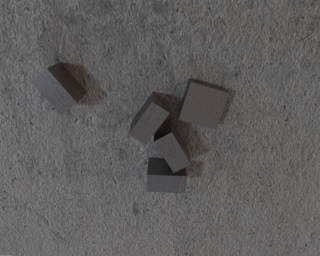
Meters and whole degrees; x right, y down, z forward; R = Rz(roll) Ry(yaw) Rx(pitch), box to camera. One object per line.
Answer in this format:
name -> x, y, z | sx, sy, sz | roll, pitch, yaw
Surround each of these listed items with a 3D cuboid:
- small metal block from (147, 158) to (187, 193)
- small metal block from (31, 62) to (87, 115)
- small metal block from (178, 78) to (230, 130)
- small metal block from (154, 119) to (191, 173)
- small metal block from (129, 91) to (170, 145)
small metal block -> 0.008, 0.063, 0.420 | 0.050, 0.050, 0.025 | 2, 110, -1
small metal block -> -0.121, -0.049, 0.377 | 0.025, 0.050, 0.050 | -35, 107, 12
small metal block -> 0.055, -0.031, 0.399 | 0.050, 0.025, 0.050 | 15, 109, -6
small metal block -> 0.016, 0.022, 0.405 | 0.025, 0.050, 0.050 | -29, 108, 10
small metal block -> -0.013, -0.014, 0.391 | 0.025, 0.050, 0.050 | 33, 107, -12
